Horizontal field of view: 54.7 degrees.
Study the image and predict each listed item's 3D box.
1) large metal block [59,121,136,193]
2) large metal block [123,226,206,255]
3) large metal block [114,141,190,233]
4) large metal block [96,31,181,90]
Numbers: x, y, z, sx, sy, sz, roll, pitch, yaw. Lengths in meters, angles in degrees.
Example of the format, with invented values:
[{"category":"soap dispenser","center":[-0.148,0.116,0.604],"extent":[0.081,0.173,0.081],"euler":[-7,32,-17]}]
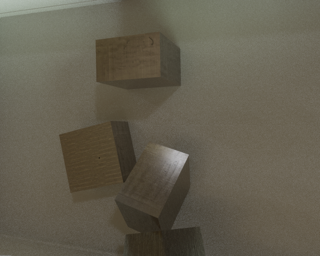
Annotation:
[{"category":"large metal block","center":[-0.083,0.039,0.426],"extent":[0.080,0.050,0.080],"euler":[-14,85,19]},{"category":"large metal block","center":[0.007,0.148,0.305],"extent":[0.080,0.080,0.050],"euler":[-7,113,2]},{"category":"large metal block","center":[-0.004,0.076,0.365],"extent":[0.050,0.080,0.080],"euler":[18,57,19]},{"category":"large metal block","center":[-0.024,-0.080,0.390],"extent":[0.080,0.080,0.050],"euler":[-1,90,20]}]
